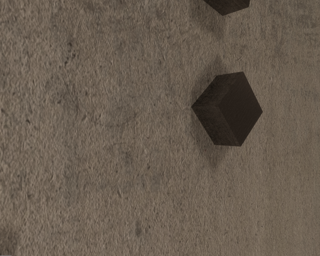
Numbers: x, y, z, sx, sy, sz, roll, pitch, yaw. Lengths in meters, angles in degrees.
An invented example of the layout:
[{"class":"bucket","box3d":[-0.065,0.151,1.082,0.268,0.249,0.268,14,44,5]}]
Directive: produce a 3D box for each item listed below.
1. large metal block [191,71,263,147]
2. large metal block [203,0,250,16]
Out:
[{"class":"large metal block","box3d":[0.106,-0.029,0.480,0.080,0.050,0.080,-50,120,-28]},{"class":"large metal block","box3d":[0.098,-0.233,0.473,0.080,0.050,0.080,20,77,-39]}]
